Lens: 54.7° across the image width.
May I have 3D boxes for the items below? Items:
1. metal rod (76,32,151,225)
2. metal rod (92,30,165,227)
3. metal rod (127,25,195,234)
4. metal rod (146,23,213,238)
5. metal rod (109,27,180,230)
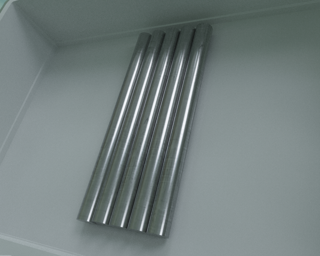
[{"bbox_3d":[-0.057,-0.016,0.444,0.025,0.025,0.300,0,62,28],"label":"metal rod"},{"bbox_3d":[-0.035,-0.017,0.433,0.025,0.025,0.300,0,62,28],"label":"metal rod"},{"bbox_3d":[0.010,-0.016,0.409,0.025,0.025,0.300,0,62,28],"label":"metal rod"},{"bbox_3d":[0.032,-0.015,0.397,0.025,0.025,0.300,0,62,28],"label":"metal rod"},{"bbox_3d":[-0.013,-0.016,0.421,0.025,0.025,0.300,0,62,28],"label":"metal rod"}]
